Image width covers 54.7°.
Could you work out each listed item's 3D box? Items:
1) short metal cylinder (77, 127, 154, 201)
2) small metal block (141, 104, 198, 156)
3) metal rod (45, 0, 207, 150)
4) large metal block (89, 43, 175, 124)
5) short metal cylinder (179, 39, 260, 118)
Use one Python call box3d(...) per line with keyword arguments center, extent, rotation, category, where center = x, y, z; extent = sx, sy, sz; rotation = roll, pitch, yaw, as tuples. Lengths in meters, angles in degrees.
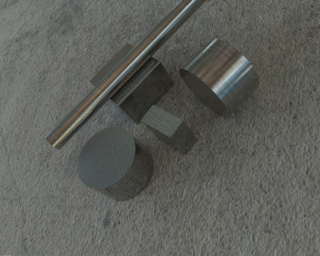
box3d(center=(-0.054, 0.045, 0.387), extent=(0.080, 0.050, 0.080), rotation=(-13, 56, 20), category="short metal cylinder")
box3d(center=(0.012, 0.003, 0.379), extent=(0.050, 0.050, 0.025), rotation=(30, 78, 37), category="small metal block")
box3d(center=(-0.035, -0.089, 0.410), extent=(0.300, 0.025, 0.025), rotation=(-46, 52, -5), category="metal rod")
box3d(center=(-0.041, -0.065, 0.448), extent=(0.080, 0.050, 0.080), rotation=(-47, 52, -5), category="large metal block")
box3d(center=(0.069, -0.058, 0.367), extent=(0.050, 0.080, 0.080), rotation=(-45, 51, -3), category="short metal cylinder")
